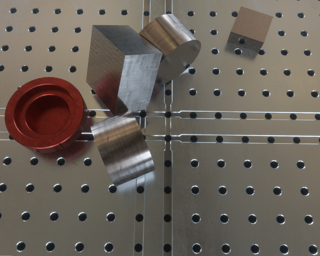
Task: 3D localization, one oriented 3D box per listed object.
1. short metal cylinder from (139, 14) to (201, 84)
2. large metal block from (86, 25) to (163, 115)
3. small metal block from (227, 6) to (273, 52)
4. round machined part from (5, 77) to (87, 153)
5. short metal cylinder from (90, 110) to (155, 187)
[{"bbox_3d":[0.009,-0.106,0.421,0.080,0.080,0.050,-35,74,-12],"label":"short metal cylinder"},{"bbox_3d":[-0.049,-0.075,0.390,0.050,0.079,0.080,-13,45,-35],"label":"large metal block"},{"bbox_3d":[0.136,-0.149,0.468,0.050,0.025,0.050,21,71,7],"label":"small metal block"},{"bbox_3d":[-0.144,-0.014,0.406,0.099,0.042,0.098,0,70,-1],"label":"round machined part"},{"bbox_3d":[-0.045,0.024,0.373,0.050,0.080,0.080,-22,72,-8],"label":"short metal cylinder"}]
